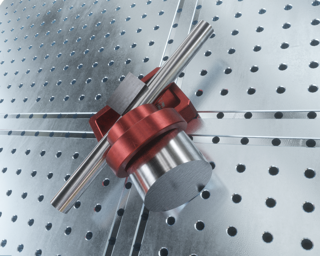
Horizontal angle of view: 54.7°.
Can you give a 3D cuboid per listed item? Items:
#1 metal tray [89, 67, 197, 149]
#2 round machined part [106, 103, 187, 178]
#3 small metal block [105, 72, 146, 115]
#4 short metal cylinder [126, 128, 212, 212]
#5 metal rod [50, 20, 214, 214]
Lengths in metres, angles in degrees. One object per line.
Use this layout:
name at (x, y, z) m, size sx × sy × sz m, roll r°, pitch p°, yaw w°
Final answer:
metal tray at (-0.027, -0.015, 0.426) m, size 0.130 × 0.030 × 0.090 m, roll -37°, pitch 51°, yaw 3°
round machined part at (-0.020, 0.010, 0.351) m, size 0.098 × 0.098 × 0.042 m, roll -39°, pitch 73°, yaw 1°
small metal block at (-0.042, -0.044, 0.412) m, size 0.025 × 0.050 × 0.050 m, roll 38°, pitch 93°, yaw 1°
short metal cylinder at (0.009, 0.046, 0.337) m, size 0.080 × 0.080 × 0.050 m, roll -37°, pitch 51°, yaw 3°
metal rod at (-0.030, -0.021, 0.396) m, size 0.025 × 0.025 × 0.300 m, roll 32°, pitch 79°, yaw 37°
